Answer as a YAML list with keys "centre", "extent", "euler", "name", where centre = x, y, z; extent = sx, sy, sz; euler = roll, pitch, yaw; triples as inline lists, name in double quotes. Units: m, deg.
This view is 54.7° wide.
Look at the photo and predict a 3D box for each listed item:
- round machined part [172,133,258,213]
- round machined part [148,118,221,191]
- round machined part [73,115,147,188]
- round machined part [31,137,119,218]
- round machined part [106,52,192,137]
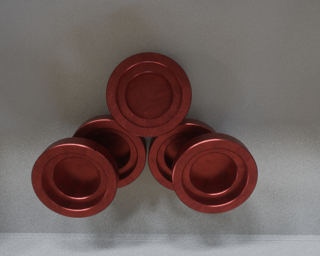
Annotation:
- centre: [0.063, 0.051, 0.376]
  extent: [0.099, 0.042, 0.097]
  euler: [0, 110, 0]
  name: "round machined part"
- centre: [0.034, 0.033, 0.413]
  extent: [0.099, 0.042, 0.097]
  euler: [0, 110, 0]
  name: "round machined part"
- centre: [-0.067, 0.028, 0.410]
  extent: [0.099, 0.042, 0.097]
  euler: [0, 110, 0]
  name: "round machined part"
- centre: [-0.098, 0.056, 0.376]
  extent: [0.099, 0.042, 0.097]
  euler: [0, 110, 0]
  name: "round machined part"
- centre: [-0.013, -0.039, 0.376]
  extent: [0.099, 0.042, 0.097]
  euler: [0, 92, -2]
  name: "round machined part"
